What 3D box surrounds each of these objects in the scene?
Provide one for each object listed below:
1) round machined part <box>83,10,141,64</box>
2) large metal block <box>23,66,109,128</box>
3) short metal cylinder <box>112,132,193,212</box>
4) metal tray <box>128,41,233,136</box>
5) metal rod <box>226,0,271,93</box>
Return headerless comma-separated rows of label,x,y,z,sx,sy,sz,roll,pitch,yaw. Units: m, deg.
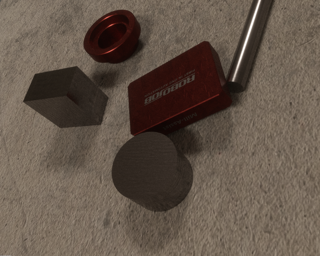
round machined part,-0.076,-0.148,0.521,0.098,0.042,0.098,-13,56,20
large metal block,-0.138,-0.043,0.465,0.080,0.080,0.050,-4,60,26
short metal cylinder,-0.008,0.051,0.360,0.080,0.050,0.080,-13,56,20
metal tray,0.020,-0.045,0.402,0.130,0.030,0.090,-25,52,25
metal rod,0.145,-0.181,0.438,0.025,0.025,0.300,9,66,32
